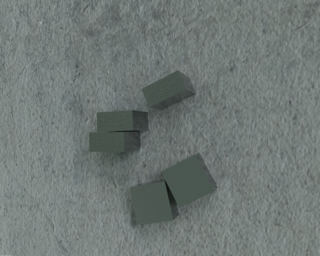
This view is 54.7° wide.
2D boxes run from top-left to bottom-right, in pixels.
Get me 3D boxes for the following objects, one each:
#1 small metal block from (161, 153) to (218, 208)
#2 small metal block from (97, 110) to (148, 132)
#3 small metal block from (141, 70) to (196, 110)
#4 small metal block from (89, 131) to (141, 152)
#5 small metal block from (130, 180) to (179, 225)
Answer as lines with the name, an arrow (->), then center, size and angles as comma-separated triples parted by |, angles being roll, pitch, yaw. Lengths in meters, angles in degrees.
small metal block -> 0.038, 0.066, 0.395 | 0.050, 0.025, 0.050 | -30, 81, 17
small metal block -> -0.049, -0.009, 0.412 | 0.050, 0.050, 0.025 | -2, 90, 19
small metal block -> 0.012, -0.046, 0.391 | 0.050, 0.050, 0.025 | -25, 82, 18
small metal block -> -0.059, 0.018, 0.416 | 0.050, 0.050, 0.025 | -1, 90, 19
small metal block -> -0.007, 0.097, 0.411 | 0.050, 0.025, 0.050 | -14, 86, 19
